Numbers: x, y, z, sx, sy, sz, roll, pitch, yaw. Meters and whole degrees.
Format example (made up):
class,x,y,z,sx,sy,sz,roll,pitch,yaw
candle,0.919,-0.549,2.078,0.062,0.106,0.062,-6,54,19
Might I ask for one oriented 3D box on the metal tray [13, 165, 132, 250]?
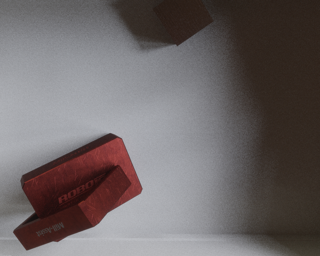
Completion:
class,x,y,z,sx,sy,sz,roll,pitch,yaw
metal tray,-0.109,0.099,0.390,0.130,0.090,0.030,-27,99,28

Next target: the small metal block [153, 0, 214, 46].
class,x,y,z,sx,sy,sz,roll,pitch,yaw
small metal block,0.027,-0.132,0.363,0.050,0.025,0.050,-33,107,11

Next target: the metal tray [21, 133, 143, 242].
class,x,y,z,sx,sy,sz,roll,pitch,yaw
metal tray,-0.097,0.074,0.403,0.131,0.030,0.090,-27,111,-21
